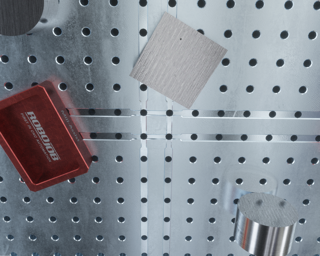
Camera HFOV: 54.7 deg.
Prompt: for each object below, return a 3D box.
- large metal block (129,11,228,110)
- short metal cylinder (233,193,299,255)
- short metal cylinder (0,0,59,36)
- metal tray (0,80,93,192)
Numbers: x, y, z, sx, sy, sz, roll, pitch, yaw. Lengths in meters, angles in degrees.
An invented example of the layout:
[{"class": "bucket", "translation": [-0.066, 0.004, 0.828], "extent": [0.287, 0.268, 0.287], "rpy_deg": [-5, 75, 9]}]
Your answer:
[{"class": "large metal block", "translation": [0.020, -0.081, 0.370], "extent": [0.080, 0.050, 0.080], "rpy_deg": [29, 107, -10]}, {"class": "short metal cylinder", "translation": [0.147, 0.134, 0.435], "extent": [0.081, 0.080, 0.050], "rpy_deg": [2, 110, -1]}, {"class": "short metal cylinder", "translation": [-0.161, -0.145, 0.345], "extent": [0.081, 0.050, 0.079], "rpy_deg": [0, 110, 0]}, {"class": "metal tray", "translation": [-0.160, 0.013, 0.413], "extent": [0.090, 0.030, 0.129], "rpy_deg": [-21, 109, 7]}]
